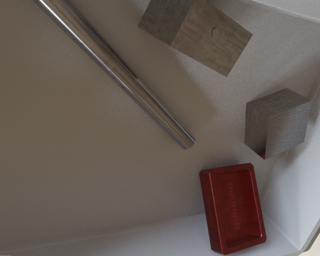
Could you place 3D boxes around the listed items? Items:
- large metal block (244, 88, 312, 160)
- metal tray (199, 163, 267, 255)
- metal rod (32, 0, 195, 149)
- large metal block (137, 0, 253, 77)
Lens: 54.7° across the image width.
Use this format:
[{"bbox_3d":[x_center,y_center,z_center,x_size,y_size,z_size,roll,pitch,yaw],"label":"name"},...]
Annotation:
[{"bbox_3d":[0.184,-0.007,0.491,0.081,0.050,0.079,-20,127,-17],"label":"large metal block"},{"bbox_3d":[0.118,0.127,0.502,0.091,0.030,0.129,-5,82,-27],"label":"metal tray"},{"bbox_3d":[-0.043,-0.061,0.348,0.025,0.025,0.300,-44,130,2],"label":"metal rod"},{"bbox_3d":[0.035,-0.104,0.329,0.081,0.080,0.050,19,108,-36],"label":"large metal block"}]
